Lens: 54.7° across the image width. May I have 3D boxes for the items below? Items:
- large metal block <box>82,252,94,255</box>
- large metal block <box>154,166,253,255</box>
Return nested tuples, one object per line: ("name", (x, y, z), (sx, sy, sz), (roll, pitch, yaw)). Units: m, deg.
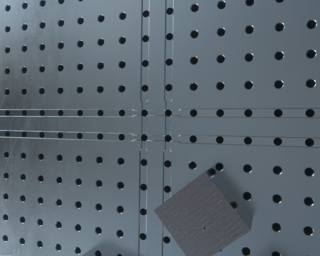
("large metal block", (-0.090, 0.234, 0.430), (0.080, 0.050, 0.079), (14, 95, 19))
("large metal block", (0.054, 0.106, 0.380), (0.080, 0.050, 0.080), (-40, 78, 15))
